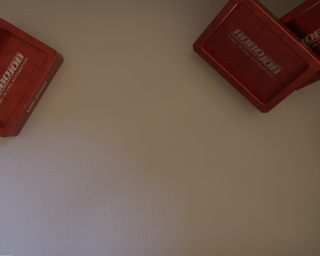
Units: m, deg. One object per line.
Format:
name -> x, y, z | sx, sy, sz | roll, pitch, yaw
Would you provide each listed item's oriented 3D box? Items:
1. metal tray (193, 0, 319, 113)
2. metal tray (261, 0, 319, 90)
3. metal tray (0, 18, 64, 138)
metal tray -> 0.118, -0.093, 0.386 | 0.130, 0.030, 0.090 | 43, 125, 0
metal tray -> 0.197, -0.112, 0.365 | 0.030, 0.130, 0.090 | -38, 96, -44
metal tray -> -0.201, -0.064, 0.407 | 0.090, 0.030, 0.130 | 31, 90, 0
